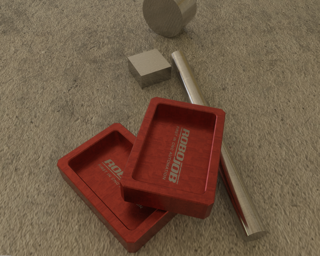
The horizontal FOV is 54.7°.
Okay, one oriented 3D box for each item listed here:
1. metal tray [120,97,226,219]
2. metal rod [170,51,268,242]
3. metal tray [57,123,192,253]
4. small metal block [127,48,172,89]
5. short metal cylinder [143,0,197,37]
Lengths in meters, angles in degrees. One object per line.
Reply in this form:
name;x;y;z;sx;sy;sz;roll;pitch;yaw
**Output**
metal tray;0.019;0.026;0.339;0.090;0.030;0.130;12;48;7
metal rod;0.062;-0.003;0.405;0.025;0.025;0.300;-10;51;-9
metal tray;-0.041;0.060;0.349;0.091;0.030;0.130;-36;59;-27
small metal block;-0.017;-0.093;0.481;0.050;0.025;0.050;-21;53;-18
short metal cylinder;0.017;-0.208;0.542;0.080;0.080;0.050;25;54;19
